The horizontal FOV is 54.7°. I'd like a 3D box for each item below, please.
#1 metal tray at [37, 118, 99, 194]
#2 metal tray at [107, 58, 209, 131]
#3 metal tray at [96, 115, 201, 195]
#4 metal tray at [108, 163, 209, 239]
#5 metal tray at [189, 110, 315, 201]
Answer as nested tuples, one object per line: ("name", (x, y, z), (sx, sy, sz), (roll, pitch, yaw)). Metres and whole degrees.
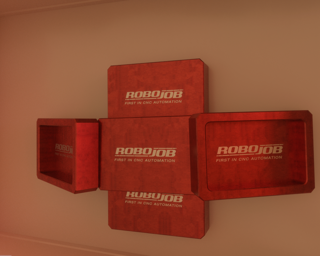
("metal tray", (-0.129, 0.032, 0.419), (0.130, 0.030, 0.089), (2, 92, 49))
("metal tray", (-0.004, -0.039, 0.406), (0.130, 0.030, 0.089), (0, 90, 19))
("metal tray", (-0.013, 0.031, 0.379), (0.130, 0.030, 0.089), (-1, 90, 19))
("metal tray", (-0.003, 0.090, 0.406), (0.130, 0.030, 0.089), (0, 90, 19))
("metal tray", (0.100, 0.027, 0.338), (0.131, 0.030, 0.089), (-2, 90, -10))
